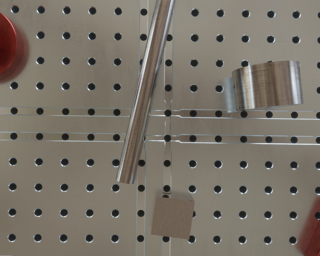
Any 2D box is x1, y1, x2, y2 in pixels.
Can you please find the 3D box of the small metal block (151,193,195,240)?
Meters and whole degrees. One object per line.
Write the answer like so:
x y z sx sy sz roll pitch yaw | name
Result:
0.017 0.117 0.414 0.050 0.025 0.050 8 90 -1 | small metal block

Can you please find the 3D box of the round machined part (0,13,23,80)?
-0.236 -0.110 0.402 0.099 0.042 0.097 0 90 -1 | round machined part

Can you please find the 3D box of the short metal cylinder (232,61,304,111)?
0.134 -0.050 0.388 0.081 0.080 0.050 -6 90 -1 | short metal cylinder

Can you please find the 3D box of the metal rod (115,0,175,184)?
-0.014 -0.074 0.413 0.025 0.025 0.298 13 90 -1 | metal rod

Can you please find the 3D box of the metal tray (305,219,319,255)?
0.276 0.163 0.414 0.131 0.030 0.090 23 90 -1 | metal tray
